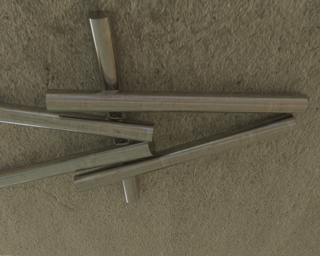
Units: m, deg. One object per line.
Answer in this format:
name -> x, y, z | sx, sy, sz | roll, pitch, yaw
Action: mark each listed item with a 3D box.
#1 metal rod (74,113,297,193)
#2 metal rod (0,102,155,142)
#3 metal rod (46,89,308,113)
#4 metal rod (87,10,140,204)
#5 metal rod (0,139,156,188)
metal rod -> 0.030, 0.035, 0.418 | 0.301, 0.025, 0.025 | -17, 129, 5
metal rod -> -0.158, -0.015, 0.375 | 0.302, 0.025, 0.025 | 8, 130, 0
metal rod -> 0.027, -0.030, 0.362 | 0.302, 0.025, 0.025 | 0, 131, -9
metal rod -> -0.053, -0.001, 0.407 | 0.025, 0.025, 0.298 | -3, 130, 2
metal rod -> -0.150, 0.056, 0.436 | 0.301, 0.025, 0.025 | -13, 129, 18
